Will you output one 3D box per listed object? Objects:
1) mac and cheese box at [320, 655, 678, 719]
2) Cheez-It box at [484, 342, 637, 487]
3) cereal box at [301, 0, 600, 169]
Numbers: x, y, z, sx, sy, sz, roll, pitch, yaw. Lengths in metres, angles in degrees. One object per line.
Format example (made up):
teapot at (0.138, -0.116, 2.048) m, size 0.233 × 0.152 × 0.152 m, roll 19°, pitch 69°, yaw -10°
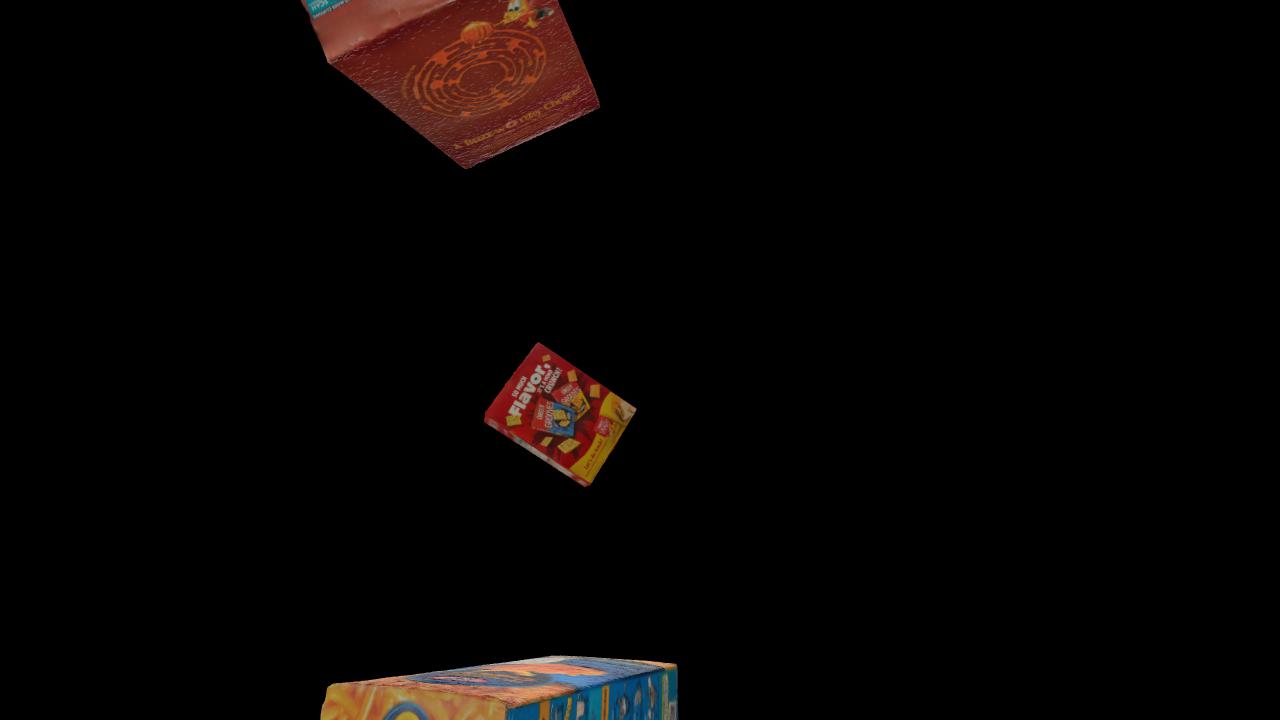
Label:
mac and cheese box at (-0.054, 0.177, 0.311) m, size 0.093 × 0.041 × 0.184 m, roll -6°, pitch -23°, yaw 22°
Cheez-It box at (-0.142, 0.099, 1.107) m, size 0.223 × 0.166 × 0.071 m, roll 34°, pitch -25°, yaw -3°
cereal box at (-0.169, -0.320, 0.654) m, size 0.203 × 0.081 × 0.306 m, roll -23°, pitch -3°, yaw 6°
